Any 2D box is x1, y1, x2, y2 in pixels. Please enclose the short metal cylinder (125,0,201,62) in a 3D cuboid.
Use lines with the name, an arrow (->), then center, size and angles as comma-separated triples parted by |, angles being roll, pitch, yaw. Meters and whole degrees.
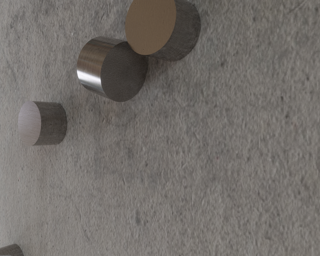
short metal cylinder -> 0.003, -0.126, 0.384 | 0.080, 0.050, 0.079 | 0, 90, 39

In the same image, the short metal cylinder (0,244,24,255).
short metal cylinder -> -0.329, 0.293, 0.655 | 0.080, 0.050, 0.079 | 0, 90, 39

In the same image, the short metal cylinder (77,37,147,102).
short metal cylinder -> -0.064, -0.080, 0.419 | 0.050, 0.081, 0.079 | 23, 105, 37

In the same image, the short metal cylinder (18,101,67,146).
short metal cylinder -> -0.213, -0.008, 0.561 | 0.080, 0.050, 0.079 | 0, 90, 39
